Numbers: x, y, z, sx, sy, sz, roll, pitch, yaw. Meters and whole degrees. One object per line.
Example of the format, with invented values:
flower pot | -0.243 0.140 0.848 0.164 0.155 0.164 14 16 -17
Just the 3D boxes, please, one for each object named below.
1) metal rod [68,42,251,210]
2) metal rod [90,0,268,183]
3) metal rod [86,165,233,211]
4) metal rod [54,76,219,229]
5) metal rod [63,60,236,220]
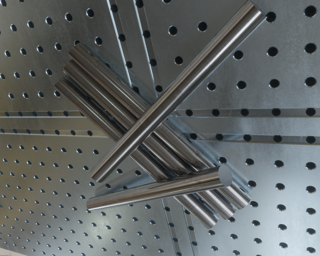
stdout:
metal rod | 0.001 -0.002 0.408 0.300 0.025 0.025 42 129 -2
metal rod | 0.002 -0.023 0.368 0.025 0.025 0.299 44 121 -2
metal rod | -0.024 0.096 0.455 0.299 0.025 0.025 -23 106 45
metal rod | -0.032 0.036 0.449 0.300 0.025 0.025 43 129 -2
metal rod | -0.012 0.016 0.426 0.300 0.025 0.025 43 129 -2
